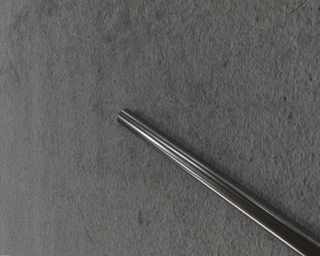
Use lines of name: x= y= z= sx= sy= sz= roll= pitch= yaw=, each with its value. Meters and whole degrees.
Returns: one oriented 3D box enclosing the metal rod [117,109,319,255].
metal rod: x=0.051 y=0.051 z=0.363 sx=0.300 sy=0.025 sz=0.025 roll=34 pitch=111 yaw=35
